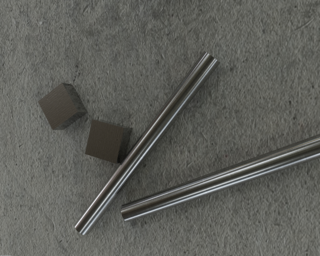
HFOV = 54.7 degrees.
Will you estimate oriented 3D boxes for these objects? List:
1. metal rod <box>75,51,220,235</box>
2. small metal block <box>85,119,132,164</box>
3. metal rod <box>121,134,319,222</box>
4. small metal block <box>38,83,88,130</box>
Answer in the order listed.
[{"bbox_3d":[-0.024,0.028,0.416,0.025,0.025,0.299,40,102,15],"label":"metal rod"},{"bbox_3d":[-0.072,0.018,0.433,0.050,0.025,0.050,15,95,19],"label":"small metal block"},{"bbox_3d":[0.085,0.060,0.378,0.300,0.025,0.025,-23,83,18],"label":"metal rod"},{"bbox_3d":[-0.144,-0.031,0.458,0.050,0.025,0.050,-33,80,16],"label":"small metal block"}]
